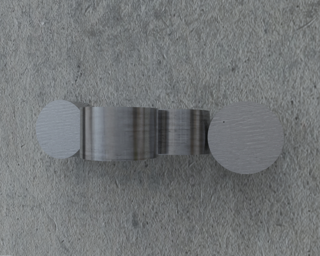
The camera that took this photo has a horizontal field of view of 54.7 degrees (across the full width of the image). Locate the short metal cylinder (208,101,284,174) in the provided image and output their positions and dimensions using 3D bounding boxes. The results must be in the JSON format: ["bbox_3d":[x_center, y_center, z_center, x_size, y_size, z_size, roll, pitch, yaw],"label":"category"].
[{"bbox_3d":[0.100,0.010,0.361,0.080,0.050,0.080,0,91,19],"label":"short metal cylinder"}]

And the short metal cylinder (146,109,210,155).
[{"bbox_3d":[0.020,0.005,0.374,0.080,0.080,0.050,0,90,20],"label":"short metal cylinder"}]

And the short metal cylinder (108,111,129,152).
[{"bbox_3d":[-0.056,0.003,0.401,0.080,0.080,0.050,0,90,20],"label":"short metal cylinder"}]

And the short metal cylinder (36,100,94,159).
[{"bbox_3d":[-0.126,0.002,0.441,0.080,0.050,0.080,0,90,19],"label":"short metal cylinder"}]

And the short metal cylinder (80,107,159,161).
[{"bbox_3d":[-0.042,0.004,0.322,0.080,0.080,0.050,1,92,20],"label":"short metal cylinder"}]
